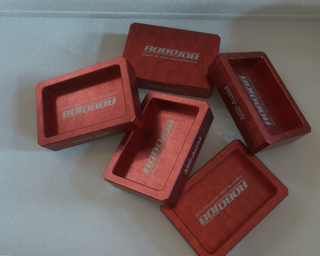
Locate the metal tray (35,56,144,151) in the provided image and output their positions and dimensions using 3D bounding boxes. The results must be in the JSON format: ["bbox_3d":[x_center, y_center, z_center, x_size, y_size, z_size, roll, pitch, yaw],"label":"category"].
[{"bbox_3d":[-0.093,-0.030,0.397,0.130,0.030,0.090,-15,70,12],"label":"metal tray"}]

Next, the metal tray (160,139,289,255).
[{"bbox_3d":[0.076,0.087,0.376,0.130,0.030,0.090,-38,75,-13],"label":"metal tray"}]

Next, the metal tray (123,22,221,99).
[{"bbox_3d":[0.015,-0.097,0.443,0.131,0.030,0.090,9,70,3],"label":"metal tray"}]

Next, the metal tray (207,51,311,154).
[{"bbox_3d":[0.128,-0.038,0.402,0.091,0.030,0.130,-11,68,-33],"label":"metal tray"}]

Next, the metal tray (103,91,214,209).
[{"bbox_3d":[0.000,0.021,0.379,0.090,0.030,0.130,14,67,29],"label":"metal tray"}]
